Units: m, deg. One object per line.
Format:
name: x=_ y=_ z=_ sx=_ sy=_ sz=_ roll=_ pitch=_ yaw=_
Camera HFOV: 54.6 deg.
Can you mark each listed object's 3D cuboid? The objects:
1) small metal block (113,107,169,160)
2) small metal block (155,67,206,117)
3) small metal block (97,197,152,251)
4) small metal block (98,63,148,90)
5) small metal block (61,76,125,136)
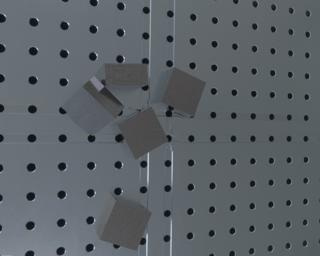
small metal block: x=-0.025 y=0.006 z=0.403 sx=0.050 sy=0.025 sz=0.050 roll=-29 pitch=100 yaw=-18
small metal block: x=0.028 y=-0.048 z=0.423 sx=0.050 sy=0.025 sz=0.050 roll=23 pitch=83 yaw=-19
small metal block: x=-0.046 y=0.121 z=0.396 sx=0.050 sy=0.025 sz=0.050 roll=25 pitch=82 yaw=-18
small metal block: x=-0.047 y=-0.062 z=0.382 sx=0.050 sy=0.050 sz=0.025 roll=-4 pitch=92 yaw=-20
small metal block: x=-0.079 y=-0.025 z=0.367 sx=0.050 sy=0.050 sz=0.025 roll=46 pitch=41 yaw=-15
